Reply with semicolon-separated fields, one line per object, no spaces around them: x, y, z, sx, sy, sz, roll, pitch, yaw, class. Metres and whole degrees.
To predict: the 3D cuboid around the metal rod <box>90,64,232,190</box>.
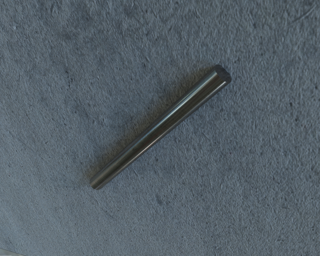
-0.019;0.017;0.430;0.025;0.025;0.299;46;129;-4;metal rod
